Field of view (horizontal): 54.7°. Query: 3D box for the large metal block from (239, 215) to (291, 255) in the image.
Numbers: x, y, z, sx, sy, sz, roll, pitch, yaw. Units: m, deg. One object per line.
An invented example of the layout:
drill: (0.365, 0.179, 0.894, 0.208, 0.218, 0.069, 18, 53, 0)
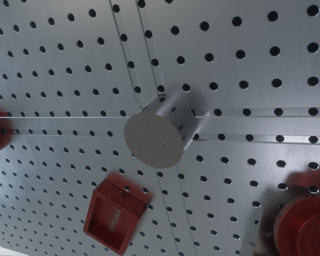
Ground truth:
large metal block: (0.138, 0.179, 0.414, 0.050, 0.080, 0.079, 25, 127, 13)

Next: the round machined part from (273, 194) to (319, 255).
round machined part: (0.183, 0.126, 0.349, 0.099, 0.042, 0.097, -1, 85, 7)

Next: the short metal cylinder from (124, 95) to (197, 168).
short metal cylinder: (0.001, 0.005, 0.397, 0.080, 0.050, 0.079, 13, 124, 21)

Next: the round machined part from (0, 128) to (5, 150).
round machined part: (-0.354, 0.014, 0.595, 0.098, 0.042, 0.097, 13, 124, 21)

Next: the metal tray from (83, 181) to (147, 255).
metal tray: (-0.084, 0.163, 0.553, 0.090, 0.030, 0.129, 29, 128, 9)
